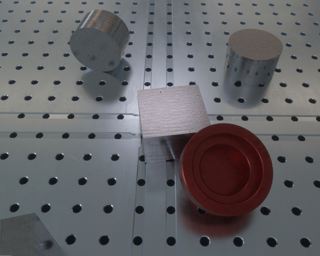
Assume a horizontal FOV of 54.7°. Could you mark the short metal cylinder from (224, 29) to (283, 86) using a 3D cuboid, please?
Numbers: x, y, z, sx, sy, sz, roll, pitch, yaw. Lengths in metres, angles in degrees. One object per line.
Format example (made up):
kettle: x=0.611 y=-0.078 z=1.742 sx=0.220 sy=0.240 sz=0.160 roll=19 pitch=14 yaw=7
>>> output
short metal cylinder: x=0.144 y=-0.111 z=0.486 sx=0.080 sy=0.050 sz=0.080 roll=0 pitch=50 yaw=0

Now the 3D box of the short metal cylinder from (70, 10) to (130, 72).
short metal cylinder: x=-0.093 y=-0.136 z=0.485 sx=0.080 sy=0.080 sz=0.050 roll=9 pitch=51 yaw=7

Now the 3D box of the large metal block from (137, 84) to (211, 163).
large metal block: x=0.016 y=-0.007 z=0.397 sx=0.081 sy=0.050 sz=0.080 roll=-6 pitch=50 yaw=-5

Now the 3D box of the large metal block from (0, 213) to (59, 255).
large metal block: x=-0.138 y=0.122 z=0.269 sx=0.081 sy=0.080 sz=0.050 roll=-10 pitch=51 yaw=-8

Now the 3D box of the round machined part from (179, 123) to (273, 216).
round machined part: x=0.069 y=0.047 z=0.342 sx=0.099 sy=0.042 sz=0.098 roll=2 pitch=73 yaw=-7
